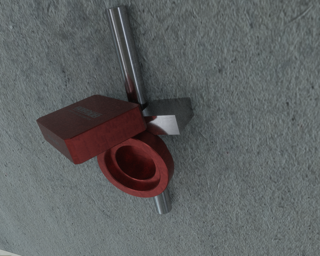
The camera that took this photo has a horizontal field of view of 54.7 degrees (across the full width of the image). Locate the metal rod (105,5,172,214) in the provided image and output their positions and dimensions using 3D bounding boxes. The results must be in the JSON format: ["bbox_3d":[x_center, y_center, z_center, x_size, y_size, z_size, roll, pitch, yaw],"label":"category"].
[{"bbox_3d":[-0.022,-0.006,0.415,0.025,0.025,0.298,2,120,27],"label":"metal rod"}]

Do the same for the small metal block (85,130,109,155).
[{"bbox_3d":[-0.075,0.011,0.437,0.050,0.050,0.025,-20,108,35],"label":"small metal block"}]

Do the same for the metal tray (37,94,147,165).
[{"bbox_3d":[-0.088,-0.005,0.377,0.130,0.091,0.030,18,130,54],"label":"metal tray"}]

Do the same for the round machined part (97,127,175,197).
[{"bbox_3d":[-0.027,0.039,0.399,0.098,0.042,0.097,12,127,18],"label":"round machined part"}]

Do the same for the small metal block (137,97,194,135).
[{"bbox_3d":[0.008,-0.015,0.378,0.050,0.050,0.025,-1,118,28],"label":"small metal block"}]
